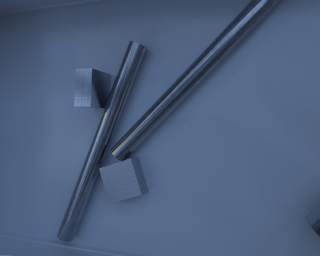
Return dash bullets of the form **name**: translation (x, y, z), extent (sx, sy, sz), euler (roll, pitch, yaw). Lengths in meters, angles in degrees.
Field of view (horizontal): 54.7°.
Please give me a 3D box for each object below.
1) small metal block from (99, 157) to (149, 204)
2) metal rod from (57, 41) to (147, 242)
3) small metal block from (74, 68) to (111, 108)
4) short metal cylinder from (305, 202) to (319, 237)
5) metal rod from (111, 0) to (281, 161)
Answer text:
- **small metal block**: translation (-0.050, 0.072, 0.427), extent (0.050, 0.025, 0.050), euler (-19, 84, 18)
- **metal rod**: translation (-0.085, 0.024, 0.438), extent (0.025, 0.025, 0.298), euler (24, 98, 18)
- **small metal block**: translation (-0.092, -0.053, 0.428), extent (0.025, 0.050, 0.050), euler (3, 91, 20)
- **short metal cylinder**: translation (0.197, 0.103, 0.312), extent (0.080, 0.080, 0.050), euler (43, 103, 14)
- **metal rod**: translation (0.043, -0.067, 0.394), extent (0.299, 0.025, 0.025), euler (-46, 76, 14)
